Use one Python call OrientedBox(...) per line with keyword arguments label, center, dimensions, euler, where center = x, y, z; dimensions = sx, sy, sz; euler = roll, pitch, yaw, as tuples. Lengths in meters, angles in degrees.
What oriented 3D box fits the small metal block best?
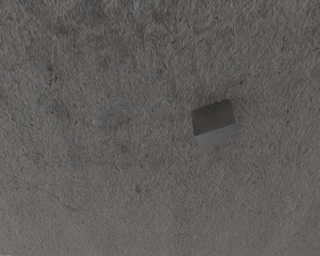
OrientedBox(label="small metal block", center=(0.068, -0.005, 0.387), dimensions=(0.050, 0.050, 0.025), euler=(-19, 128, 15))
